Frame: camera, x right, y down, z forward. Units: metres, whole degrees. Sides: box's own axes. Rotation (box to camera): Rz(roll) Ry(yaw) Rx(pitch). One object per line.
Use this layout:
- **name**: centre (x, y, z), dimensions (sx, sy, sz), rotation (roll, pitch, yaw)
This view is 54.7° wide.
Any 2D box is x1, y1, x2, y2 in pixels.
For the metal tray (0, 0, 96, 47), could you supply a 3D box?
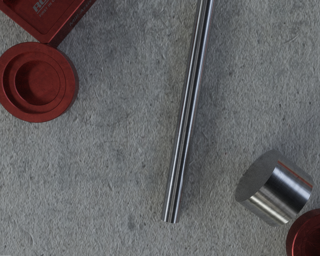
- **metal tray**: centre (-0.138, -0.181, 0.405), dimensions (0.090, 0.030, 0.130), rotation (40, 90, -1)

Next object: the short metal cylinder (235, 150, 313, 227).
- **short metal cylinder**: centre (0.139, 0.074, 0.384), dimensions (0.050, 0.080, 0.080), rotation (37, 90, -1)

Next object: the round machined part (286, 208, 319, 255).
- **round machined part**: centre (0.213, 0.153, 0.404), dimensions (0.099, 0.042, 0.097), rotation (0, 90, -1)

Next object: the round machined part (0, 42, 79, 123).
- **round machined part**: centre (-0.152, -0.058, 0.394), dimensions (0.099, 0.042, 0.097), rotation (0, 100, -1)

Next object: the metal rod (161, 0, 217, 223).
- **metal rod**: centre (0.038, -0.025, 0.410), dimensions (0.025, 0.025, 0.298), rotation (10, 90, -1)
